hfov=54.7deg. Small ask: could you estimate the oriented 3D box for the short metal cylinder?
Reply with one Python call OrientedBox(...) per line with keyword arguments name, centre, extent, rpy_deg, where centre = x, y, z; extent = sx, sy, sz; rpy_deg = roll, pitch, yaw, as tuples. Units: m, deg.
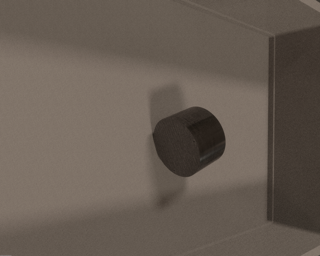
OrientedBox(name="short metal cylinder", centre=(0.038, 0.017, 0.405), extent=(0.050, 0.080, 0.080), rpy_deg=(-24, 106, -38))
